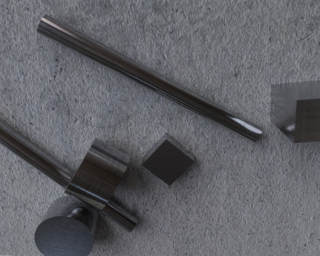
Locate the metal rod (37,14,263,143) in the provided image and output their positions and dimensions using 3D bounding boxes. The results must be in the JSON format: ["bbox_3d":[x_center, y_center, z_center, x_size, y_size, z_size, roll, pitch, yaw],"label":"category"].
[{"bbox_3d":[-0.004,-0.056,0.388,0.301,0.025,0.025,26,108,-10],"label":"metal rod"}]

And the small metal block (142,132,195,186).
[{"bbox_3d":[0.011,0.043,0.426,0.050,0.025,0.050,39,105,-13],"label":"small metal block"}]

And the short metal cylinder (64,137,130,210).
[{"bbox_3d":[-0.081,0.059,0.401,0.050,0.080,0.080,30,107,-11],"label":"short metal cylinder"}]

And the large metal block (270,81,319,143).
[{"bbox_3d":[0.187,-0.023,0.374,0.080,0.080,0.050,-5,110,1],"label":"large metal block"}]

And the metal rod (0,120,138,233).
[{"bbox_3d":[-0.154,0.053,0.427,0.301,0.025,0.025,40,105,-14],"label":"metal rod"}]

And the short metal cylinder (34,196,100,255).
[{"bbox_3d":[-0.132,0.146,0.449,0.081,0.050,0.079,0,110,0],"label":"short metal cylinder"}]
